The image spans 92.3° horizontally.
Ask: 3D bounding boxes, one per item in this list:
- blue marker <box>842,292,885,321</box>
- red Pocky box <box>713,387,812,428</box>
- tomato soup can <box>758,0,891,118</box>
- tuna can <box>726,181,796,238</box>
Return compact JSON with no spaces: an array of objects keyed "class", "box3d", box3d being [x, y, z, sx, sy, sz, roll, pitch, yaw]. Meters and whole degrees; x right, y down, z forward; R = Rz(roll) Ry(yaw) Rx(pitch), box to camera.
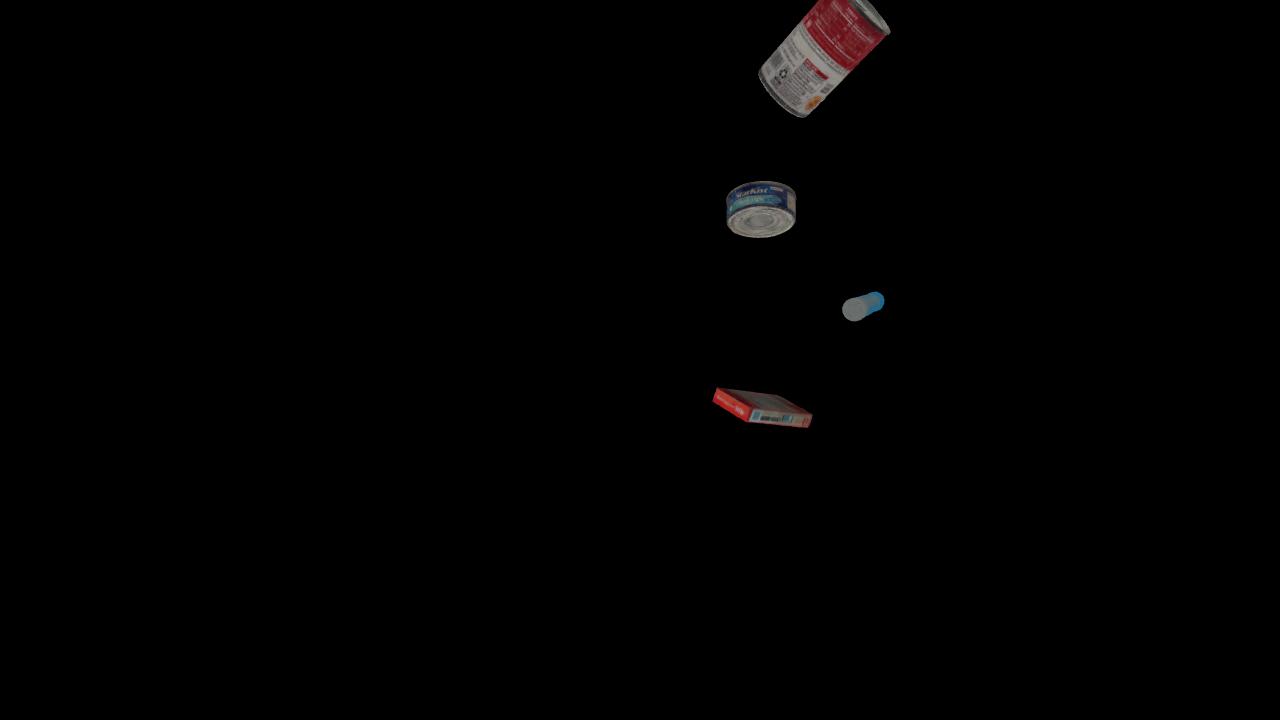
[{"class":"blue marker","box3d":[0.199,-0.048,0.541,0.020,0.020,0.121,0,8,29]},{"class":"red Pocky box","box3d":[0.197,0.077,0.987,0.155,0.028,0.083,9,16,-38]},{"class":"tomato soup can","box3d":[0.169,-0.286,0.572,0.068,0.068,0.101,0,-31,-42]},{"class":"tuna can","box3d":[0.146,-0.180,0.746,0.084,0.034,0.084,3,-15,1]}]
